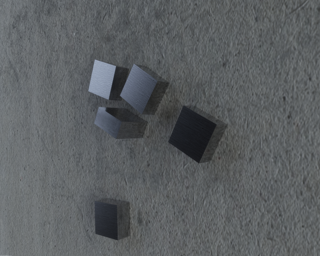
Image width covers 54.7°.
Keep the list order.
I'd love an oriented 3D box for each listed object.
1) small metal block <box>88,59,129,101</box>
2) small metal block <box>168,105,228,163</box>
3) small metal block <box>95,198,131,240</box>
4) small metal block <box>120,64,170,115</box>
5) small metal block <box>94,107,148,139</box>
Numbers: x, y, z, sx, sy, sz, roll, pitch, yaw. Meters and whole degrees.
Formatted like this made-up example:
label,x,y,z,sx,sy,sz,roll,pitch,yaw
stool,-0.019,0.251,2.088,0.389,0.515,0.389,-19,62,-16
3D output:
label,x,y,z,sx,sy,sz,roll,pitch,yaw
small metal block,-0.079,-0.073,0.470,0.050,0.025,0.050,24,105,37
small metal block,0.044,0.007,0.369,0.050,0.025,0.050,34,111,34
small metal block,-0.072,0.135,0.464,0.050,0.025,0.050,-2,89,40
small metal block,-0.022,-0.053,0.423,0.050,0.025,0.050,40,114,32
small metal block,-0.054,-0.007,0.434,0.050,0.050,0.025,31,110,35
